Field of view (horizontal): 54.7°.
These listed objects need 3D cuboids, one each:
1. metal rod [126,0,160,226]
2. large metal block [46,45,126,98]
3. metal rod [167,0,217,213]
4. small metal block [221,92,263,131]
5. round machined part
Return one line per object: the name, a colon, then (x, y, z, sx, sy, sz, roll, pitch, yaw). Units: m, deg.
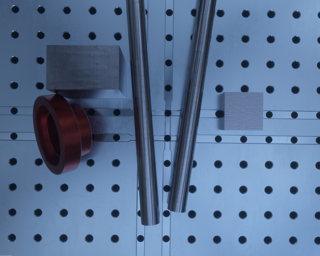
metal rod: (-0.023, -0.022, 0.413, 0.025, 0.025, 0.298, -4, 90, -1)
large metal block: (-0.086, -0.066, 0.384, 0.081, 0.080, 0.050, 0, 88, -1)
metal rod: (0.044, -0.038, 0.413, 0.025, 0.025, 0.298, 8, 90, -1)
small metal block: (0.109, -0.022, 0.415, 0.050, 0.025, 0.050, 0, 90, -1)
round machined part: (-0.119, 0.005, 0.385, 0.042, 0.098, 0.097, -14, 90, -37)
